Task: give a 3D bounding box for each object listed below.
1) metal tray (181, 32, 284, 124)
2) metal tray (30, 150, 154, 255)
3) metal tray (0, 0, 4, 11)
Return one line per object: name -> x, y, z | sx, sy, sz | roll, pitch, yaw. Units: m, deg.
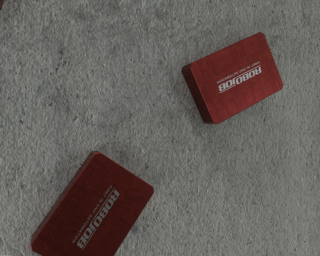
metal tray -> 0.106, -0.072, 0.445 | 0.131, 0.030, 0.090 | -27, 99, -18
metal tray -> -0.079, 0.104, 0.377 | 0.090, 0.030, 0.130 | 37, 78, -17
metal tray -> -0.229, -0.175, 0.321 | 0.131, 0.030, 0.090 | 18, 84, -19
